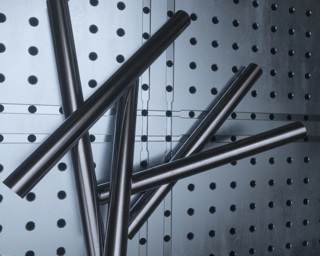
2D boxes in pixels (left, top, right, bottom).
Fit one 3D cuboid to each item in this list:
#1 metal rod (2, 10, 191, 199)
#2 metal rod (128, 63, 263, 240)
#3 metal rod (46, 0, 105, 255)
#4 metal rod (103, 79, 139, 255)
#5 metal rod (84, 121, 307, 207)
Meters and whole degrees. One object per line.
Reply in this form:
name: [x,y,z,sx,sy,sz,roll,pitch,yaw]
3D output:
metal rod: [-0.054,-0.045,0.359,0.025,0.025,0.301,46,63,-14]
metal rod: [0.048,0.023,0.430,0.025,0.025,0.300,44,76,-15]
metal rod: [-0.097,-0.003,0.359,0.025,0.025,0.299,-9,86,-20]
metal rod: [-0.046,0.079,0.356,0.025,0.025,0.299,9,72,-20]
metal rod: [0.045,0.046,0.397,0.302,0.025,0.025,-17,96,-7]
